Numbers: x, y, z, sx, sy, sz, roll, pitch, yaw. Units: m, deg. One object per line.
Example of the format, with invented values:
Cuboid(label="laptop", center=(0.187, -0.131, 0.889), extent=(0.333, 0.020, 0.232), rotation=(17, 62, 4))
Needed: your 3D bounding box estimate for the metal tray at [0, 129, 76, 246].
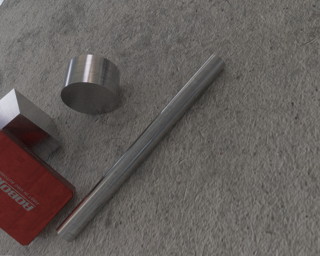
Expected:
Cuboid(label="metal tray", center=(-0.189, 0.075, 0.401), extent=(0.130, 0.030, 0.090), rotation=(42, 84, -6))

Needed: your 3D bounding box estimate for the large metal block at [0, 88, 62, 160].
Cuboid(label="large metal block", center=(-0.204, -0.002, 0.470), extent=(0.050, 0.080, 0.080), rotation=(-41, 43, 0))

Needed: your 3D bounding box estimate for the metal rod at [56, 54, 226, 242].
Cuboid(label="metal rod", center=(-0.020, 0.021, 0.401), extent=(0.300, 0.025, 0.025), rotation=(-49, 52, -7))

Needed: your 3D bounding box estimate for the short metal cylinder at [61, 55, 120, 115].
Cuboid(label="short metal cylinder", center=(-0.101, -0.062, 0.460), extent=(0.080, 0.080, 0.050), rotation=(-12, 57, 21))
